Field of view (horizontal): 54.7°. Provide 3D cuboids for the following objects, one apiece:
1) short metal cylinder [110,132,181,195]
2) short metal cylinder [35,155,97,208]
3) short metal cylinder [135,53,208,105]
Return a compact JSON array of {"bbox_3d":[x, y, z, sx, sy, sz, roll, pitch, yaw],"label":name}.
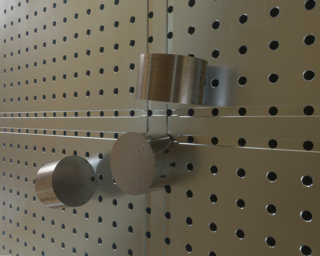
[{"bbox_3d":[-0.020,0.045,0.410,0.080,0.050,0.079,0,90,40],"label":"short metal cylinder"},{"bbox_3d":[-0.150,0.088,0.498,0.050,0.081,0.080,-17,80,39],"label":"short metal cylinder"},{"bbox_3d":[0.013,-0.055,0.363,0.080,0.081,0.050,9,96,39],"label":"short metal cylinder"}]
